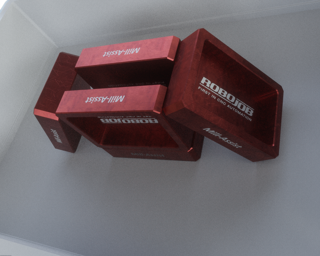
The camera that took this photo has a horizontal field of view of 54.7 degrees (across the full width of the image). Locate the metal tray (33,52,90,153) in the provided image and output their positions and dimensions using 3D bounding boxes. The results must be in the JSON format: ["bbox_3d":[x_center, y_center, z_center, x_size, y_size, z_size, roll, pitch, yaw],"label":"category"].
[{"bbox_3d":[-0.125,-0.029,0.422,0.030,0.129,0.090,15,66,-1],"label":"metal tray"}]

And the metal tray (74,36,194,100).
[{"bbox_3d":[-0.024,-0.061,0.373,0.130,0.090,0.030,0,62,28],"label":"metal tray"}]

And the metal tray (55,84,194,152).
[{"bbox_3d":[-0.038,-0.008,0.348,0.130,0.090,0.030,0,62,28],"label":"metal tray"}]

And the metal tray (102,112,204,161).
[{"bbox_3d":[-0.006,-0.006,0.408,0.130,0.030,0.090,0,62,27],"label":"metal tray"}]

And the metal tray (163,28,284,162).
[{"bbox_3d":[0.072,-0.030,0.318,0.030,0.131,0.090,-22,47,53],"label":"metal tray"}]
